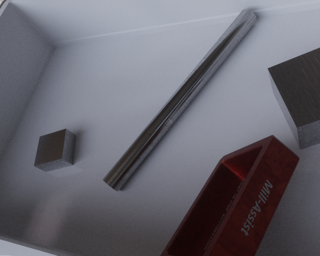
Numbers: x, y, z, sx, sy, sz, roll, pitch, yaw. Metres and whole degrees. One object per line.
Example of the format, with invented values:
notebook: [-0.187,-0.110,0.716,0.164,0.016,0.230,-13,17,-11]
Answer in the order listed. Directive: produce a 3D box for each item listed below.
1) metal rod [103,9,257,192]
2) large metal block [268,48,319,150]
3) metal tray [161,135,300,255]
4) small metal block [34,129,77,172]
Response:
metal rod: [0.031,-0.042,0.414,0.025,0.025,0.300,33,79,38]
large metal block: [0.169,-0.035,0.322,0.080,0.050,0.080,-21,54,15]
metal tray: [0.058,0.073,0.272,0.030,0.090,0.130,40,63,-4]
small metal block: [-0.156,0.034,0.465,0.050,0.025,0.050,-15,56,19]
